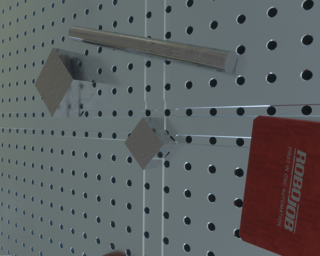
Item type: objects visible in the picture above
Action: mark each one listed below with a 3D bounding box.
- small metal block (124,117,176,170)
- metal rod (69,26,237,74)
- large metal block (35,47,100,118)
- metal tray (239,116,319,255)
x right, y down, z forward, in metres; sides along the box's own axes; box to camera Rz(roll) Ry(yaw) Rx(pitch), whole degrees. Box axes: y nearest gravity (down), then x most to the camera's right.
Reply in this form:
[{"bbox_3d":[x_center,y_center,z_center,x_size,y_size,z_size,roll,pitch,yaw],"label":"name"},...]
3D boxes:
[{"bbox_3d":[-0.015,0.021,0.420,0.050,0.025,0.050,52,120,27],"label":"small metal block"},{"bbox_3d":[-0.033,-0.116,0.434,0.300,0.025,0.025,22,104,37],"label":"metal rod"},{"bbox_3d":[-0.158,-0.074,0.520,0.080,0.050,0.080,-51,60,27],"label":"large metal block"},{"bbox_3d":[0.131,0.057,0.297,0.090,0.030,0.129,10,96,39],"label":"metal tray"}]
